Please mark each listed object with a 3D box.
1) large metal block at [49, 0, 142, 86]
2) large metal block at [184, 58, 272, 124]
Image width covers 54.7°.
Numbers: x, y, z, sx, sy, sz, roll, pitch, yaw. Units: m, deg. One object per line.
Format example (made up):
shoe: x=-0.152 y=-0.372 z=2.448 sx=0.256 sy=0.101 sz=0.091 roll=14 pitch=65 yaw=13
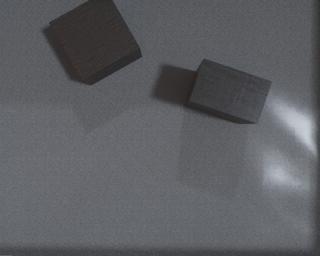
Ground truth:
large metal block: x=-0.079 y=-0.112 z=0.398 sx=0.080 sy=0.050 sz=0.080 roll=-30 pitch=90 yaw=0
large metal block: x=0.079 y=-0.041 z=0.384 sx=0.080 sy=0.080 sz=0.050 roll=19 pitch=90 yaw=0
